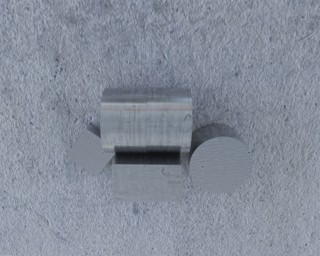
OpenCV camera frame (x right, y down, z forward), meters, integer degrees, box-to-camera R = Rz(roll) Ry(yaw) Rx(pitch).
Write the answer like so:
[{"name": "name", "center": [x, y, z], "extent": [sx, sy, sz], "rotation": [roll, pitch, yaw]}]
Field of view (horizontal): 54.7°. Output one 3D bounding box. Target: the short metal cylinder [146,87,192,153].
[{"name": "short metal cylinder", "center": [0.010, -0.010, 0.379], "extent": [0.050, 0.080, 0.079], "rotation": [1, 110, 0]}]

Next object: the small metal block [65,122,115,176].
[{"name": "small metal block", "center": [-0.090, 0.029, 0.421], "extent": [0.050, 0.025, 0.050], "rotation": [36, 106, -13]}]

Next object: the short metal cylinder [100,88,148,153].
[{"name": "short metal cylinder", "center": [-0.040, -0.009, 0.378], "extent": [0.050, 0.080, 0.079], "rotation": [1, 110, 0]}]

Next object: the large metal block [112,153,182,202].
[{"name": "large metal block", "center": [-0.015, 0.051, 0.401], "extent": [0.081, 0.080, 0.050], "rotation": [1, 110, -1]}]

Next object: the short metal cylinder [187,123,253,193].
[{"name": "short metal cylinder", "center": [0.077, 0.039, 0.412], "extent": [0.081, 0.050, 0.079], "rotation": [0, 110, 0]}]
